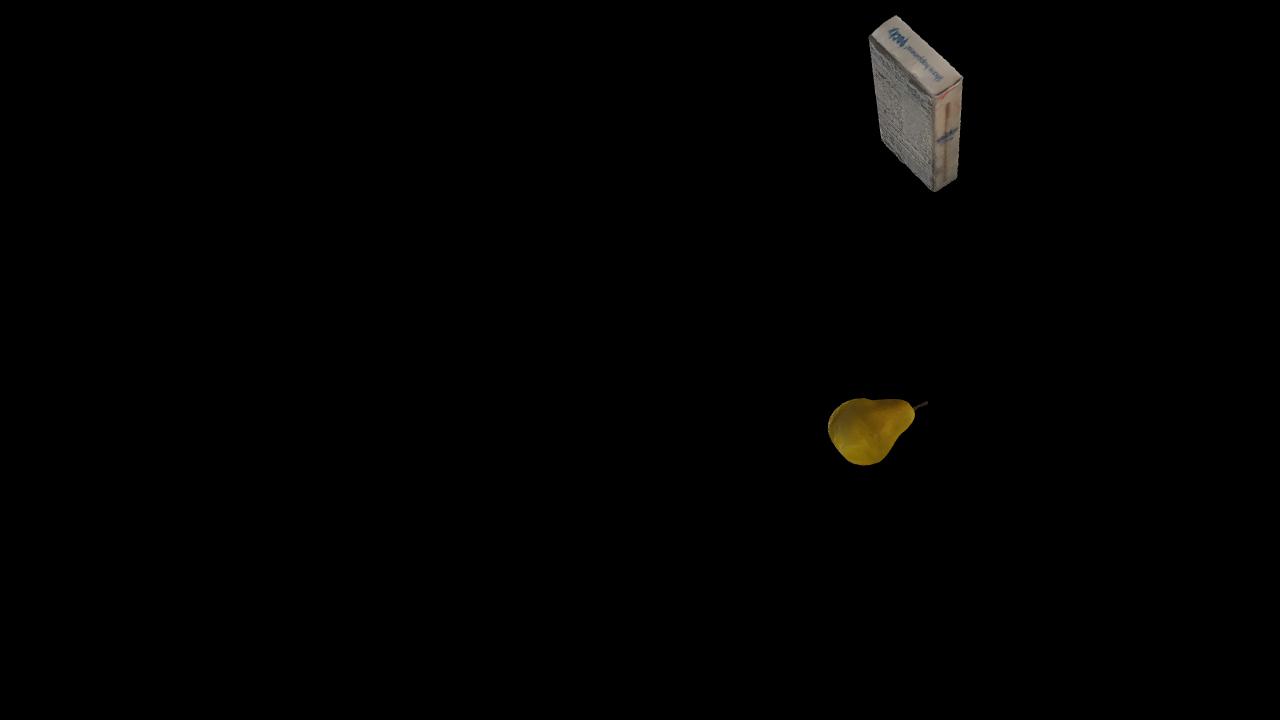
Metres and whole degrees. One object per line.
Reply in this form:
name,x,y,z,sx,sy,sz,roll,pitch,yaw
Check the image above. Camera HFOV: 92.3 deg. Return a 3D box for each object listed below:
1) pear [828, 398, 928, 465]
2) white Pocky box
pear,0.276,0.072,0.707,0.111,0.080,0.080,-35,-14,20
white Pocky box,0.238,-0.213,0.531,0.028,0.084,0.154,-35,-26,13
